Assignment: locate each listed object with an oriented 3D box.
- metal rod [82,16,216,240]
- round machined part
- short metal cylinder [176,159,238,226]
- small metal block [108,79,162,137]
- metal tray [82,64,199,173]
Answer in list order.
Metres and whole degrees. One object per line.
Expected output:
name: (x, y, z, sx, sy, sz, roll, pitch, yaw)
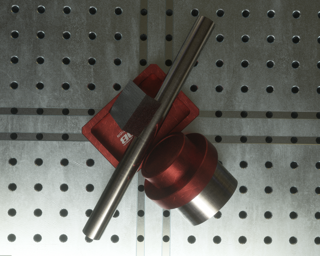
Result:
metal rod: (-0.013, 0.000, 0.383, 0.025, 0.025, 0.299, 28, 90, -1)
round machined part: (0.016, 0.043, 0.367, 0.098, 0.098, 0.042, -46, 112, 0)
short metal cylinder: (0.049, 0.074, 0.385, 0.080, 0.080, 0.050, -43, 91, 0)
small metal block: (-0.032, -0.025, 0.378, 0.025, 0.050, 0.050, 28, 102, -38)
metal tray: (-0.025, -0.009, 0.410, 0.130, 0.030, 0.090, -43, 91, 0)
